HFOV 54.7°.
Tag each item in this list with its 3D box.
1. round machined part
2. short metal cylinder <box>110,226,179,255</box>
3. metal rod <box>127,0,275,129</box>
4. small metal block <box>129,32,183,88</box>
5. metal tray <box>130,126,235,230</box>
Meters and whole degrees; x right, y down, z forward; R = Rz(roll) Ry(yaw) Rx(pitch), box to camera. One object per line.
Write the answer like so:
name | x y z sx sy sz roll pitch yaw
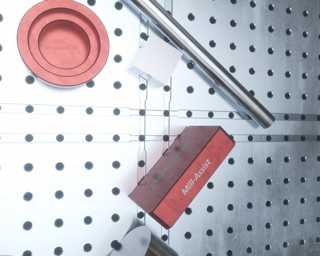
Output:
round machined part | -0.112 -0.095 0.362 0.099 0.042 0.097 0 90 -20
short metal cylinder | -0.023 0.168 0.376 0.050 0.080 0.080 45 76 -15
metal rod | 0.055 -0.101 0.434 0.301 0.025 0.025 40 77 -16
small metal block | -0.006 -0.089 0.411 0.050 0.025 0.050 29 80 -18
metal tray | 0.025 0.054 0.388 0.030 0.090 0.130 45 76 -15
